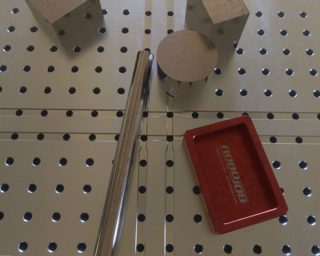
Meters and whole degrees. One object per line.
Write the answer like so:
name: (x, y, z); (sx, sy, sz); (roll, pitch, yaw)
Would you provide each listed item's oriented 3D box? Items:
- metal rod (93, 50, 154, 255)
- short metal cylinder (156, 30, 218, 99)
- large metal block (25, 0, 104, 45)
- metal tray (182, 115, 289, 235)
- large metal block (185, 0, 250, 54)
metal rod: (-0.045, 0.033, 0.399); (0.025, 0.025, 0.299); (9, 70, 3)
short metal cylinder: (0.036, -0.088, 0.431); (0.081, 0.050, 0.080); (0, 70, 0)
large metal block: (-0.145, -0.186, 0.465); (0.080, 0.050, 0.080); (-40, 75, -13)
metal tray: (0.090, 0.056, 0.388); (0.091, 0.030, 0.130); (-15, 71, -6)
large metal block: (0.077, -0.160, 0.441); (0.050, 0.080, 0.080); (-20, 71, -7)
